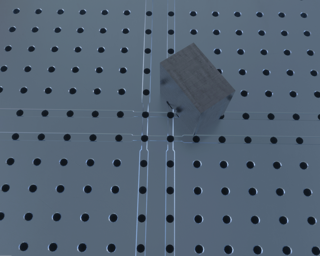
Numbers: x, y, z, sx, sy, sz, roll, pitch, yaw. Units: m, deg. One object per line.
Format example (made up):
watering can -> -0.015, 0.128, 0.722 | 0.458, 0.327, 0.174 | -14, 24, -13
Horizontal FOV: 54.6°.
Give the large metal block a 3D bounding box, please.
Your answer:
large metal block -> 0.044, -0.047, 0.400 | 0.050, 0.080, 0.080 | -33, 74, -11
